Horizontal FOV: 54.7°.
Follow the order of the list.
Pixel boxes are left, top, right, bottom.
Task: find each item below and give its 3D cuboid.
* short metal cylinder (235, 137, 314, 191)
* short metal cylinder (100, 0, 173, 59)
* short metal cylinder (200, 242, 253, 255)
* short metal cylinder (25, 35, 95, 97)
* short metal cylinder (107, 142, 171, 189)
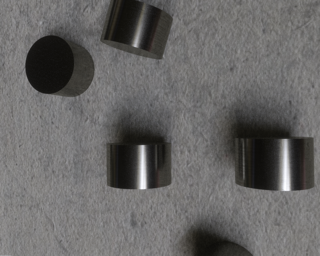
[{"bbox_3d":[0.123,0.035,0.336,0.080,0.080,0.050,-1,90,19],"label":"short metal cylinder"},{"bbox_3d":[-0.029,-0.122,0.389,0.080,0.080,0.050,18,96,19],"label":"short metal cylinder"},{"bbox_3d":[0.078,0.184,0.368,0.080,0.050,0.079,0,90,19],"label":"short metal cylinder"},{"bbox_3d":[-0.142,-0.086,0.444,0.080,0.050,0.079,0,90,19],"label":"short metal cylinder"},{"bbox_3d":[-0.026,0.044,0.388,0.080,0.080,0.050,0,90,19],"label":"short metal cylinder"}]
